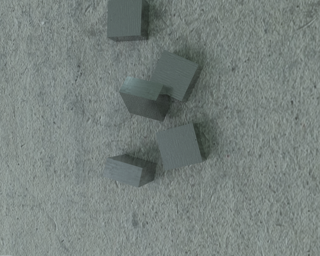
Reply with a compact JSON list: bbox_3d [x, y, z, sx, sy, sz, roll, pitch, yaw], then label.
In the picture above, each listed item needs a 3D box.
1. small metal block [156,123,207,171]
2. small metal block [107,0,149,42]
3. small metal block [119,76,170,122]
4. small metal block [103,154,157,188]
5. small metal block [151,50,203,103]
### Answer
[{"bbox_3d":[0.027,0.024,0.399,0.050,0.025,0.050,-15,85,19],"label":"small metal block"},{"bbox_3d":[-0.044,-0.147,0.424,0.050,0.025,0.050,3,91,20],"label":"small metal block"},{"bbox_3d":[-0.019,-0.037,0.399,0.050,0.050,0.025,15,65,19],"label":"small metal block"},{"bbox_3d":[-0.038,0.055,0.409,0.050,0.050,0.025,14,95,19],"label":"small metal block"},{"bbox_3d":[0.020,-0.067,0.402,0.050,0.025,0.050,28,99,17],"label":"small metal block"}]
